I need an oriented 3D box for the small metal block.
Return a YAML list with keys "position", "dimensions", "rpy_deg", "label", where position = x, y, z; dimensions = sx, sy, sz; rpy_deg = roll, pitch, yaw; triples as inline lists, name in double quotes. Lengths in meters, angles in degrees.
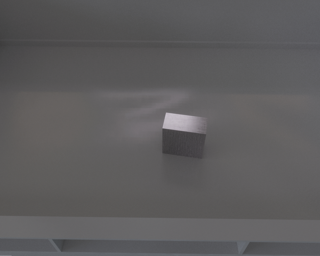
- position: [0.030, 0.010, 0.381]
  dimensions: [0.050, 0.050, 0.025]
  rpy_deg: [8, 51, 6]
  label: "small metal block"
